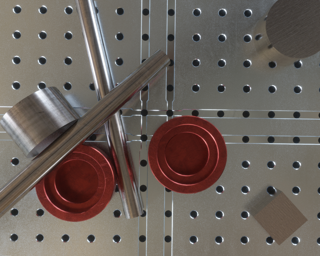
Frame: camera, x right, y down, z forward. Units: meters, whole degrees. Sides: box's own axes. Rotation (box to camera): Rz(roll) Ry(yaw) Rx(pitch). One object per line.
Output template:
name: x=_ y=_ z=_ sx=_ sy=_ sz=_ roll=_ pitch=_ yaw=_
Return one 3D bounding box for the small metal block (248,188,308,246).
small metal block: x=0.157 y=0.118 z=0.414 sx=0.050 sy=0.025 sz=0.050 roll=-42 pitch=90 yaw=0

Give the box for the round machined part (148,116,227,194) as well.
round machined part: x=0.034 y=0.033 z=0.405 sx=0.099 sy=0.042 sz=0.097 roll=0 pitch=90 yaw=0

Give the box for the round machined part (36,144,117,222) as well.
round machined part: x=-0.105 y=0.068 z=0.403 sx=0.099 sy=0.042 sz=0.097 roll=0 pitch=90 yaw=0

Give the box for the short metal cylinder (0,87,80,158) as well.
short metal cylinder: x=-0.145 y=-0.007 z=0.385 sx=0.080 sy=0.080 sz=0.050 roll=-38 pitch=90 yaw=0

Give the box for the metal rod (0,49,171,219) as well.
metal rod: x=-0.100 y=0.008 z=0.374 sx=0.025 sy=0.025 sz=0.301 roll=46 pitch=76 yaw=0

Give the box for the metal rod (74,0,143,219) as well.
metal rod: x=-0.068 y=-0.029 z=0.412 sx=0.025 sy=0.025 sz=0.298 roll=-13 pitch=90 yaw=0

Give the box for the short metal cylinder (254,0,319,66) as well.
short metal cylinder: x=0.169 y=-0.125 z=0.402 sx=0.081 sy=0.050 sz=0.080 roll=0 pitch=90 yaw=0
